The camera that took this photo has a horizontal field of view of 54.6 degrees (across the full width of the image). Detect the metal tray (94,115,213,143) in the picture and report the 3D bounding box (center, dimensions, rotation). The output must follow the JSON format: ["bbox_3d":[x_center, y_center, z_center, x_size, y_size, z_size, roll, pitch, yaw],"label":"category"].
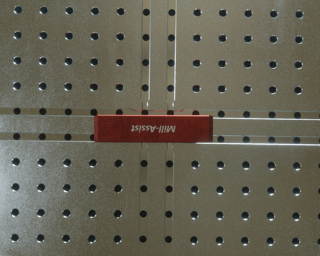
[{"bbox_3d":[-0.007,0.001,0.380,0.131,0.090,0.030,0,90,0],"label":"metal tray"}]
